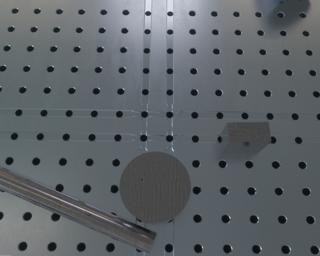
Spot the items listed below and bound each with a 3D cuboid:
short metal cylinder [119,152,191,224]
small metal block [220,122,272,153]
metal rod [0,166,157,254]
[{"bbox_3d":[-0.005,0.073,0.372,0.081,0.050,0.080,0,70,0],"label":"short metal cylinder"},{"bbox_3d":[0.107,0.013,0.395,0.050,0.050,0.025,-1,70,0],"label":"small metal block"},{"bbox_3d":[-0.148,0.082,0.380,0.301,0.025,0.025,21,71,7],"label":"metal rod"}]
